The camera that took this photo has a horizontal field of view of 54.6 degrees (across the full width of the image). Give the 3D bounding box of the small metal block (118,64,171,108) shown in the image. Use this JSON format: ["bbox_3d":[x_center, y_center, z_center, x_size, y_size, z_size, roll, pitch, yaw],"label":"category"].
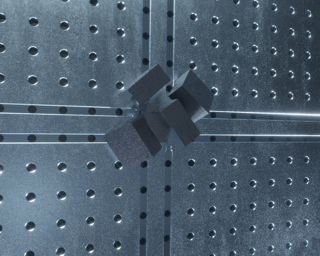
[{"bbox_3d":[-0.021,-0.051,0.391,0.050,0.050,0.025,-43,104,-15],"label":"small metal block"}]

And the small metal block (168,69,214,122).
[{"bbox_3d":[0.043,-0.044,0.414,0.050,0.025,0.050,44,36,-15],"label":"small metal block"}]

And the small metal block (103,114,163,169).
[{"bbox_3d":[-0.034,0.017,0.384,0.050,0.050,0.025,58,36,-11],"label":"small metal block"}]

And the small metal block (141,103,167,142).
[{"bbox_3d":[0.002,-0.006,0.413,0.050,0.025,0.050,1,90,-21],"label":"small metal block"}]

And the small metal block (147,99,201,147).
[{"bbox_3d":[0.016,-0.006,0.378,0.025,0.050,0.050,-38,103,-17],"label":"small metal block"}]
